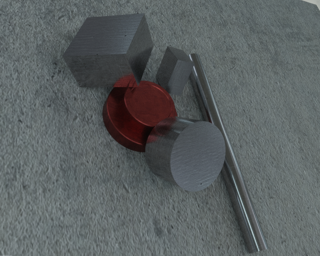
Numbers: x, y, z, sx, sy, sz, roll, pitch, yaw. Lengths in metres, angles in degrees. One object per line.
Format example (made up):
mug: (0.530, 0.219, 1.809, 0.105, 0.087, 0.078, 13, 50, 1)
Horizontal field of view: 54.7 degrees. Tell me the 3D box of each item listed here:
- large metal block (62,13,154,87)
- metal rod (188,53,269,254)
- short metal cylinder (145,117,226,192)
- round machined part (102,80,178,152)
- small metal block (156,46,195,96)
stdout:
large metal block: (-0.061, -0.098, 0.391, 0.080, 0.050, 0.080, 2, 52, 17)
metal rod: (0.087, 0.019, 0.440, 0.025, 0.025, 0.299, 0, 62, -29)
short metal cylinder: (0.030, 0.029, 0.364, 0.081, 0.050, 0.079, -6, 101, -34)
round machined part: (-0.020, -0.022, 0.397, 0.099, 0.042, 0.098, 14, 56, -21)
small metal block: (0.020, -0.081, 0.439, 0.025, 0.050, 0.050, 10, 31, -24)
